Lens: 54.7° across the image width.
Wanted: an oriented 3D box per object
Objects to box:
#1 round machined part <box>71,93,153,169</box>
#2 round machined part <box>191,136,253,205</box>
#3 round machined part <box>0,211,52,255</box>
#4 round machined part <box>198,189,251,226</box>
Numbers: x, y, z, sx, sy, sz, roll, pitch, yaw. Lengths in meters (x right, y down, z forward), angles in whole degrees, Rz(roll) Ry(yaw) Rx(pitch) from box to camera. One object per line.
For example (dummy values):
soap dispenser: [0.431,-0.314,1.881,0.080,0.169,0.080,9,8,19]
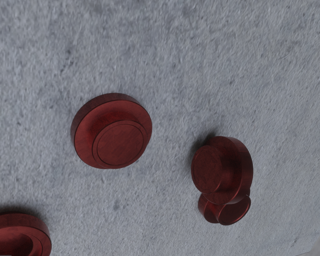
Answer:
round machined part: [-0.054,0.011,0.374,0.099,0.042,0.097,-14,125,-21]
round machined part: [0.081,0.060,0.443,0.042,0.098,0.097,6,115,-32]
round machined part: [-0.188,0.142,0.382,0.099,0.042,0.097,-14,125,-21]
round machined part: [0.120,0.132,0.546,0.099,0.042,0.097,-14,125,-21]
